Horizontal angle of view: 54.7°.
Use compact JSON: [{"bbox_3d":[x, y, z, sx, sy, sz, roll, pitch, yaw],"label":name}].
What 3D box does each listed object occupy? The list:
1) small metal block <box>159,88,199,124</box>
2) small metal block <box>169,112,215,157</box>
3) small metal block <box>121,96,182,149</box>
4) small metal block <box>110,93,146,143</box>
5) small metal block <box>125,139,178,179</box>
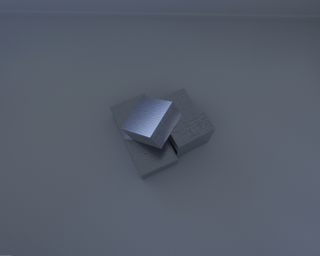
[{"bbox_3d":[0.020,-0.019,0.415,0.050,0.025,0.050,-24,72,-9],"label":"small metal block"},{"bbox_3d":[0.037,0.010,0.391,0.050,0.050,0.025,-27,73,-10],"label":"small metal block"},{"bbox_3d":[-0.010,-0.008,0.371,0.050,0.025,0.050,15,66,42],"label":"small metal block"},{"bbox_3d":[-0.032,-0.011,0.412,0.050,0.025,0.050,-24,72,-9],"label":"small metal block"},{"bbox_3d":[-0.011,0.031,0.397,0.050,0.025,0.050,-24,72,-9],"label":"small metal block"}]
